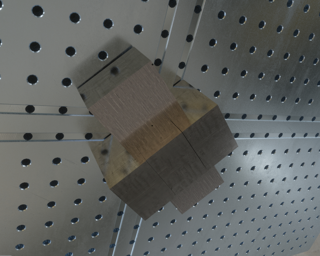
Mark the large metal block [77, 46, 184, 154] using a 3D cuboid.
[{"bbox_3d":[-0.032,-0.031,0.356,0.080,0.050,0.080,-38,130,-2],"label":"large metal block"}]

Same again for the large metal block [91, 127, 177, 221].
[{"bbox_3d":[-0.034,0.057,0.394,0.050,0.080,0.080,-38,130,-3],"label":"large metal block"}]

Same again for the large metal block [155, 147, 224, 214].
[{"bbox_3d":[0.037,0.068,0.460,0.080,0.050,0.080,-37,130,-3],"label":"large metal block"}]

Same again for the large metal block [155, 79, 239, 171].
[{"bbox_3d":[0.046,-0.005,0.400,0.050,0.080,0.080,-38,130,-3],"label":"large metal block"}]

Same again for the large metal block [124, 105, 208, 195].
[{"bbox_3d":[0.006,0.026,0.397,0.050,0.080,0.080,-38,130,-3],"label":"large metal block"}]
